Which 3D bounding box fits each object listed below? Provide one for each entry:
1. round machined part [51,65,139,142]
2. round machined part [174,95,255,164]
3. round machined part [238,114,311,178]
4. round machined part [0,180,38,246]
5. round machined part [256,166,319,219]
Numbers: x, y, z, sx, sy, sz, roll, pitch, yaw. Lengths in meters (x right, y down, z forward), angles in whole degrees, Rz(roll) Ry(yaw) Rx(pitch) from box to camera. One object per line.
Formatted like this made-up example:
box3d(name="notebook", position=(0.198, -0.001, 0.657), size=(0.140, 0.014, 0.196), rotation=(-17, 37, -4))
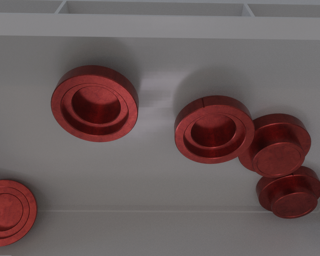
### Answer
box3d(name="round machined part", position=(-0.074, -0.032, 0.370), size=(0.099, 0.042, 0.097), rotation=(0, 130, 0))
box3d(name="round machined part", position=(0.067, -0.002, 0.396), size=(0.099, 0.042, 0.097), rotation=(0, 130, 0))
box3d(name="round machined part", position=(0.157, 0.031, 0.426), size=(0.099, 0.042, 0.097), rotation=(0, 130, 0))
box3d(name="round machined part", position=(-0.243, 0.130, 0.483), size=(0.099, 0.098, 0.042), rotation=(17, 164, -14))
box3d(name="round machined part", position=(0.207, 0.107, 0.491), size=(0.099, 0.042, 0.097), rotation=(0, 130, 0))
